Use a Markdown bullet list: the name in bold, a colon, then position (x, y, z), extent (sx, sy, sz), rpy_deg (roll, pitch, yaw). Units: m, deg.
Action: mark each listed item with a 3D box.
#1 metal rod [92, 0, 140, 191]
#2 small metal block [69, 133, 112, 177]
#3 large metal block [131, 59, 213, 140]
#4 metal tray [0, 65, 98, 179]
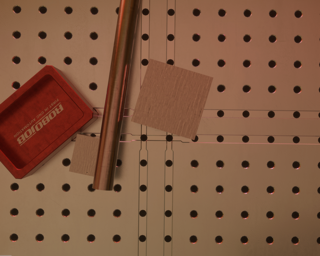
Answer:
- **metal rod**: position (-0.052, -0.072, 0.397), extent (0.025, 0.025, 0.298), rpy_deg (7, 84, 0)
- **small metal block**: position (-0.088, 0.037, 0.413), extent (0.050, 0.025, 0.050), rpy_deg (12, 90, 0)
- **large metal block**: position (0.015, -0.035, 0.401), extent (0.080, 0.050, 0.080), rpy_deg (17, 90, 0)
- **metal tray**: position (-0.161, -0.008, 0.409), extent (0.130, 0.030, 0.090), rpy_deg (-41, 90, 0)
